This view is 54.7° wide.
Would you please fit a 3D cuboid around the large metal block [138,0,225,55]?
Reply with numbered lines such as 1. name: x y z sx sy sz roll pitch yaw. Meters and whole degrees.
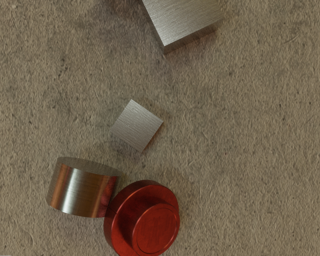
1. large metal block: 0.024 -0.152 0.398 0.080 0.050 0.080 -26 90 0

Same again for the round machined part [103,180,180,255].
1. round machined part: -0.015 0.116 0.377 0.099 0.042 0.097 -9 106 -34

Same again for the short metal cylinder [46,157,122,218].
1. short metal cylinder: -0.092 0.071 0.381 0.080 0.080 0.050 16 90 -1

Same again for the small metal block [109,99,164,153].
1. small metal block: -0.030 -0.003 0.410 0.050 0.025 0.050 35 90 -1
